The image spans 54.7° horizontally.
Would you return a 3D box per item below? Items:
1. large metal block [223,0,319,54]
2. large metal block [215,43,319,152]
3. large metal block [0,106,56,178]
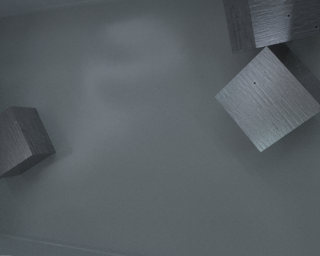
[{"bbox_3d":[0.118,-0.129,0.329,0.081,0.050,0.080,-15,100,-12],"label":"large metal block"},{"bbox_3d":[0.123,-0.034,0.338,0.080,0.050,0.080,53,131,12],"label":"large metal block"},{"bbox_3d":[-0.222,0.022,0.476,0.080,0.050,0.080,-31,80,17],"label":"large metal block"}]
